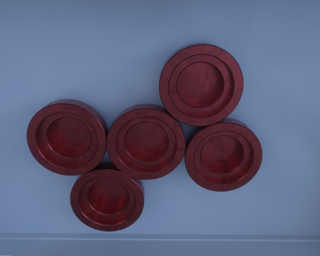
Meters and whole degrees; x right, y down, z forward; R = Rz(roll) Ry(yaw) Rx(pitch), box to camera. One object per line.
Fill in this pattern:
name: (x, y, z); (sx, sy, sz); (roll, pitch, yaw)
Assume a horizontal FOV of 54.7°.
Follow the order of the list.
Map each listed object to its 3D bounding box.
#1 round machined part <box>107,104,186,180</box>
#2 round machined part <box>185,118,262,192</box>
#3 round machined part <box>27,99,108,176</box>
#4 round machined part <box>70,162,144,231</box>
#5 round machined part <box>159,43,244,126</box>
round machined part: (-0.017, 0.015, 0.404); (0.099, 0.042, 0.097); (0, 110, 0)
round machined part: (0.081, 0.032, 0.412); (0.099, 0.042, 0.097); (0, 110, 0)
round machined part: (-0.115, 0.009, 0.402); (0.099, 0.042, 0.097); (0, 110, 0)
round machined part: (-0.071, 0.091, 0.432); (0.099, 0.042, 0.097); (0, 110, 0)
round machined part: (0.048, -0.055, 0.380); (0.099, 0.042, 0.097); (0, 110, 0)
